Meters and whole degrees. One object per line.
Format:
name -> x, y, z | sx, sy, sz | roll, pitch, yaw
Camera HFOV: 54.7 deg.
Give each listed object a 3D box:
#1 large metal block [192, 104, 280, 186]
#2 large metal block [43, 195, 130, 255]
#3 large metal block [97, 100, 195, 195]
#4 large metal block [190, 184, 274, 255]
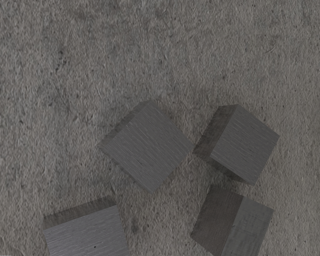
large metal block -> 0.106, 0.023, 0.435 | 0.080, 0.050, 0.080 | 34, 79, -17
large metal block -> -0.085, 0.135, 0.365 | 0.081, 0.050, 0.080 | -15, 95, -19
large metal block -> -0.019, 0.022, 0.389 | 0.080, 0.050, 0.080 | -47, 105, -14
large metal block -> 0.093, 0.129, 0.414 | 0.050, 0.080, 0.080 | 26, 81, -18
